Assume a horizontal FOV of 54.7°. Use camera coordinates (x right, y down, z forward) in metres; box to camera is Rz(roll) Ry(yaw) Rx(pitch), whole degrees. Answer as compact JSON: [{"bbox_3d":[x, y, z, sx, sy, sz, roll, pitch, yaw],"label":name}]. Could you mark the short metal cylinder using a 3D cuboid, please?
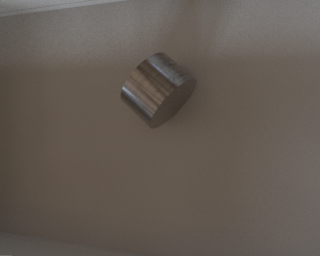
[{"bbox_3d":[-0.001,-0.045,0.381,0.050,0.080,0.080,44,103,14],"label":"short metal cylinder"}]
